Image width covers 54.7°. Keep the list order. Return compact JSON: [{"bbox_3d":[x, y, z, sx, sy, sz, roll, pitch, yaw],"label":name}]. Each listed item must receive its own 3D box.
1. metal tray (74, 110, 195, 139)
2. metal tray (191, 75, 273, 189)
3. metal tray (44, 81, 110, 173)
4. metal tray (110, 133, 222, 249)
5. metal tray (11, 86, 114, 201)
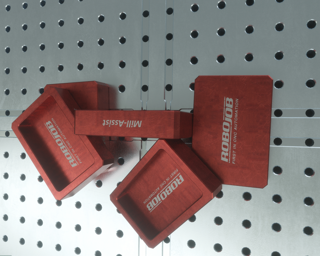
[{"bbox_3d":[-0.027,-0.005,0.386,0.130,0.090,0.030,2,91,19],"label":"metal tray"},{"bbox_3d":[0.087,0.003,0.378,0.090,0.030,0.129,3,91,19],"label":"metal tray"},{"bbox_3d":[-0.121,0.000,0.451,0.090,0.030,0.129,-1,90,20],"label":"metal tray"},{"bbox_3d":[0.002,0.081,0.388,0.090,0.030,0.129,48,121,13],"label":"metal tray"},{"bbox_3d":[-0.134,0.020,0.422,0.090,0.030,0.130,-39,78,15],"label":"metal tray"}]
